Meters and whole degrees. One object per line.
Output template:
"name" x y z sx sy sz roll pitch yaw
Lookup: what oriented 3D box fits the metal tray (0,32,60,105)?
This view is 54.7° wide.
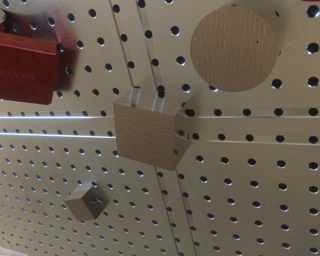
"metal tray" -0.210 -0.081 0.420 0.131 0.030 0.089 6 132 -23

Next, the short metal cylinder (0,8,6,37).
"short metal cylinder" -0.258 -0.137 0.427 0.080 0.080 0.050 31 129 8

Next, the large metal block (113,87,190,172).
"large metal block" -0.010 0.000 0.400 0.080 0.050 0.079 14 124 20

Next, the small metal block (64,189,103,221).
"small metal block" -0.142 0.144 0.576 0.050 0.025 0.050 -17 110 34

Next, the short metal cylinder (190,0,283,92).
"short metal cylinder" 0.076 -0.082 0.304 0.080 0.050 0.079 13 124 21
